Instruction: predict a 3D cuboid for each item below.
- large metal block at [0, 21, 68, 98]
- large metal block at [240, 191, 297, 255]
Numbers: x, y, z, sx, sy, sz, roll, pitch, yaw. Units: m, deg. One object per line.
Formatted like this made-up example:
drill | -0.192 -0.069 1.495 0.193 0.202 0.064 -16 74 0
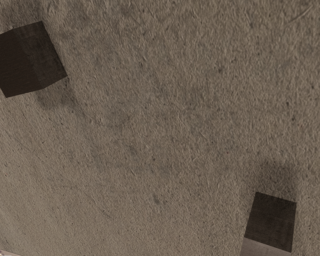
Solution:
large metal block | -0.190 -0.094 0.431 0.080 0.050 0.080 -7 115 31
large metal block | 0.133 0.142 0.388 0.050 0.080 0.079 13 124 20
